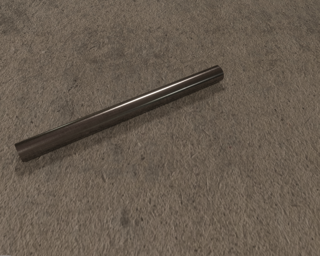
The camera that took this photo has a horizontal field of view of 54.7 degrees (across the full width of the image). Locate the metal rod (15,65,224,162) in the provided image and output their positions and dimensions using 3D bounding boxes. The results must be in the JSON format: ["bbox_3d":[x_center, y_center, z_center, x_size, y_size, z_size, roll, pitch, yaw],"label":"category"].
[{"bbox_3d":[-0.040,-0.027,0.425,0.302,0.025,0.025,-24,54,-19],"label":"metal rod"}]
